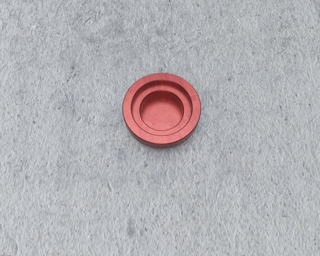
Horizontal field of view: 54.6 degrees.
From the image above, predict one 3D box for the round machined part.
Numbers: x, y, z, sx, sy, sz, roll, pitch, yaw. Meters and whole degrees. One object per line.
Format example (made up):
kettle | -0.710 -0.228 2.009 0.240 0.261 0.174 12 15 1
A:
round machined part | 0.002 -0.019 0.406 0.099 0.042 0.098 0 70 0
